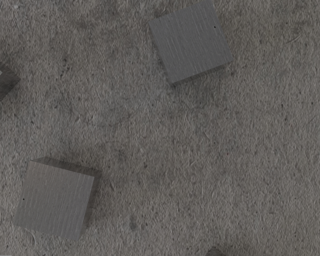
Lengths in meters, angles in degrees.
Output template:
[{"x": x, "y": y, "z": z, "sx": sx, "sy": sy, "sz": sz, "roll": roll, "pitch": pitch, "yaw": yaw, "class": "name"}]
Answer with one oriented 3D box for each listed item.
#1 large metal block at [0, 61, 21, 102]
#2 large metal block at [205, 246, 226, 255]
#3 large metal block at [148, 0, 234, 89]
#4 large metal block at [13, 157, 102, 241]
[{"x": -0.245, "y": -0.063, "z": 0.395, "sx": 0.080, "sy": 0.050, "sz": 0.080, "roll": 42, "pitch": 90, "yaw": 0, "class": "large metal block"}, {"x": 0.080, "y": 0.217, "z": 0.398, "sx": 0.080, "sy": 0.050, "sz": 0.080, "roll": 37, "pitch": 90, "yaw": 0, "class": "large metal block"}, {"x": 0.037, "y": -0.105, "z": 0.398, "sx": 0.080, "sy": 0.050, "sz": 0.080, "roll": -21, "pitch": 90, "yaw": 0, "class": "large metal block"}, {"x": -0.127, "y": 0.087, "z": 0.396, "sx": 0.080, "sy": 0.050, "sz": 0.080, "roll": 14, "pitch": 90, "yaw": 0, "class": "large metal block"}]
